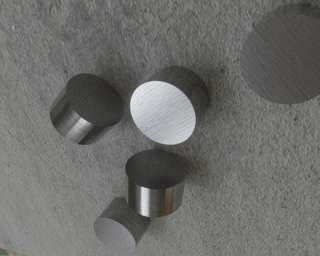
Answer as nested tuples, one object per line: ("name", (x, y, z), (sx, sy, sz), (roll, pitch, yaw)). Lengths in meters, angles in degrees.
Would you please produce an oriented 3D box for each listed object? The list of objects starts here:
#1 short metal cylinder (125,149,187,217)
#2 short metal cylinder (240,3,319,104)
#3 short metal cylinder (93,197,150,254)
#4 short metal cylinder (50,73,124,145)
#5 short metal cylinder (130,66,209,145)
("short metal cylinder", (-0.006, 0.073, 0.420), (0.080, 0.080, 0.050), (16, 125, 19))
("short metal cylinder", (0.120, -0.068, 0.285), (0.080, 0.050, 0.079), (13, 124, 21))
("short metal cylinder", (-0.065, 0.166, 0.528), (0.080, 0.050, 0.079), (13, 124, 21))
("short metal cylinder", (-0.095, -0.024, 0.407), (0.080, 0.080, 0.050), (47, 129, -5))
("short metal cylinder", (0.012, -0.027, 0.367), (0.080, 0.050, 0.079), (13, 124, 21))
